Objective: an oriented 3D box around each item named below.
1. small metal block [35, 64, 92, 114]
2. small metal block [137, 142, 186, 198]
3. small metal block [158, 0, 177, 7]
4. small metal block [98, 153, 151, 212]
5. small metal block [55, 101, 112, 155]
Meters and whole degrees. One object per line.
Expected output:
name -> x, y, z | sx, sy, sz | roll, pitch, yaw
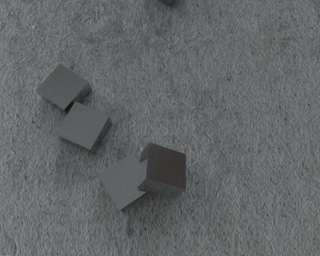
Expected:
small metal block -> -0.131, -0.052, 0.426 | 0.050, 0.025, 0.050 | 33, 73, 11
small metal block -> 0.003, 0.051, 0.372 | 0.050, 0.025, 0.050 | 19, 47, -18
small metal block -> 0.011, -0.229, 0.492 | 0.050, 0.025, 0.050 | 32, 73, 11
small metal block -> -0.040, 0.067, 0.383 | 0.050, 0.025, 0.050 | -33, 73, -11
small metal block -> -0.099, 0.000, 0.407 | 0.050, 0.025, 0.050 | 23, 72, 8
